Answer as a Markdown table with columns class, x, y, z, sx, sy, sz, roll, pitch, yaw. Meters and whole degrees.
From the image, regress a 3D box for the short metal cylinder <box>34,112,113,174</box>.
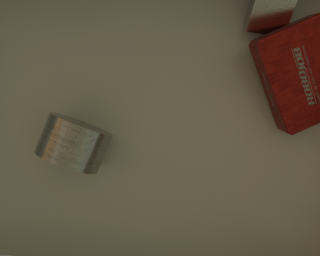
| class | x | y | z | sx | sy | sz | roll | pitch | yaw |
| --- | --- | --- | --- | --- | --- | --- | --- | --- | --- |
| short metal cylinder | -0.105 | 0.018 | 0.383 | 0.080 | 0.080 | 0.050 | 22 | 90 | -1 |

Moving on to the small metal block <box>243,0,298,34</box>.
| class | x | y | z | sx | sy | sz | roll | pitch | yaw |
| --- | --- | --- | --- | --- | --- | --- | --- | --- | --- |
| small metal block | 0.142 | -0.150 | 0.401 | 0.050 | 0.025 | 0.050 | 9 | 127 | -1 |

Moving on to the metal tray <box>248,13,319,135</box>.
| class | x | y | z | sx | sy | sz | roll | pitch | yaw |
| --- | --- | --- | --- | --- | --- | --- | --- | --- | --- |
| metal tray | 0.180 | -0.067 | 0.396 | 0.090 | 0.030 | 0.129 | -24 | 104 | 0 |
